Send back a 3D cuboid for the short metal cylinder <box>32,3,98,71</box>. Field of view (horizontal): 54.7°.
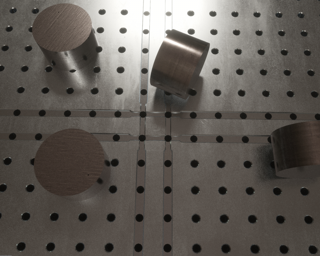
[{"bbox_3d":[-0.133,-0.129,0.444,0.081,0.050,0.080,0,70,0],"label":"short metal cylinder"}]

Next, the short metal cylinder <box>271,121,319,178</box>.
[{"bbox_3d":[0.179,0.029,0.374,0.081,0.080,0.050,0,70,-1],"label":"short metal cylinder"}]

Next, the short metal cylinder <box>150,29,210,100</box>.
[{"bbox_3d":[0.027,-0.084,0.414,0.050,0.080,0.080,24,72,8],"label":"short metal cylinder"}]

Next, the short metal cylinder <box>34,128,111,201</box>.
[{"bbox_3d":[-0.105,0.046,0.380,0.081,0.050,0.080,0,70,0],"label":"short metal cylinder"}]
